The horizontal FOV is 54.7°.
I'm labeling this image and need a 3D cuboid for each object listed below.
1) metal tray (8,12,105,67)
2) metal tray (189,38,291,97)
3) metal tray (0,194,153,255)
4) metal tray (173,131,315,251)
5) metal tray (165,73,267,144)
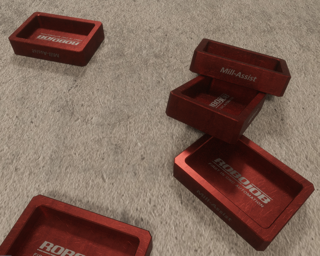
[{"bbox_3d":[-0.172,-0.153,0.526,0.131,0.030,0.090,12,51,9],"label":"metal tray"},{"bbox_3d":[0.116,-0.091,0.450,0.131,0.030,0.090,18,30,7],"label":"metal tray"},{"bbox_3d":[-0.082,0.125,0.293,0.131,0.030,0.090,15,51,12],"label":"metal tray"},{"bbox_3d":[0.090,0.059,0.351,0.091,0.030,0.130,-36,59,-26],"label":"metal tray"},{"bbox_3d":[0.077,-0.034,0.397,0.090,0.030,0.131,25,32,20],"label":"metal tray"}]
